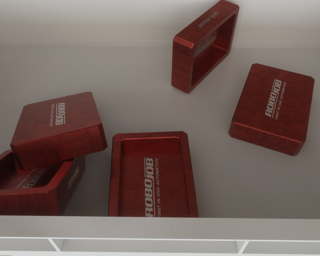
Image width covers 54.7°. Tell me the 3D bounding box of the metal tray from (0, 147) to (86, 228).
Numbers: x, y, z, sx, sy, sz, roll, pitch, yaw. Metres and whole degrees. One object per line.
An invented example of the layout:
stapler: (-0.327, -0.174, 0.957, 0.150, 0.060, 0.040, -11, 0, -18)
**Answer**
metal tray: (-0.132, 0.052, 0.310, 0.091, 0.030, 0.130, -3, 13, -3)

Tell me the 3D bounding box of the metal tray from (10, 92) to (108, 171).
metal tray: (-0.118, -0.004, 0.369, 0.091, 0.030, 0.130, -14, 25, -12)

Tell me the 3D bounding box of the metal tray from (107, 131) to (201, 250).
metal tray: (-0.009, 0.064, 0.347, 0.091, 0.030, 0.130, -2, 50, -2)

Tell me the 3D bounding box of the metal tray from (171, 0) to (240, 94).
metal tray: (0.068, -0.123, 0.466, 0.030, 0.090, 0.131, 30, 56, 23)

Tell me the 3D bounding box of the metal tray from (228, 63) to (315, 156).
metal tray: (0.157, -0.031, 0.429, 0.090, 0.030, 0.130, 18, 52, 14)
